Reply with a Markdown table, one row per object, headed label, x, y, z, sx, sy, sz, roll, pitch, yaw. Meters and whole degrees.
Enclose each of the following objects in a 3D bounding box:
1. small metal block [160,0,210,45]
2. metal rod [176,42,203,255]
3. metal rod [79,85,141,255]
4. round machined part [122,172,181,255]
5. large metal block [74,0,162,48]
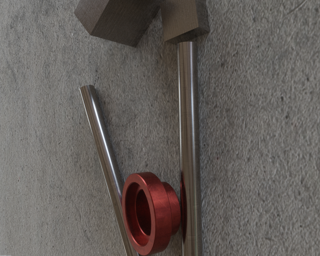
| label | x | y | z | sx | sy | sz | roll | pitch | yaw |
| --- | --- | --- | --- | --- | --- | --- | --- | --- | --- |
| small metal block | 0.030 | -0.136 | 0.379 | 0.050 | 0.025 | 0.050 | -12 | 83 | 39 |
| metal rod | 0.036 | 0.048 | 0.373 | 0.025 | 0.025 | 0.298 | -2 | 89 | 39 |
| metal rod | -0.070 | 0.073 | 0.460 | 0.025 | 0.025 | 0.299 | -30 | 71 | 35 |
| round machined part | -0.009 | 0.103 | 0.386 | 0.098 | 0.042 | 0.097 | 7 | 98 | 61 |
| large metal block | -0.053 | -0.162 | 0.411 | 0.080 | 0.081 | 0.050 | -51 | 60 | 27 |
